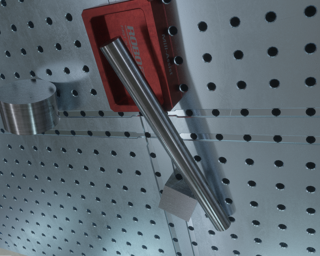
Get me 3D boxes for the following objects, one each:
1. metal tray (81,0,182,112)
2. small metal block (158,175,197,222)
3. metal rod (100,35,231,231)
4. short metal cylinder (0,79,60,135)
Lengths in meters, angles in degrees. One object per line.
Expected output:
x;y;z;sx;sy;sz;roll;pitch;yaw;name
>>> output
-0.032;-0.083;0.371;0.090;0.030;0.129;1;119;27;metal tray
0.030;0.104;0.459;0.050;0.025;0.050;23;127;13;small metal block
0.020;0.025;0.385;0.025;0.025;0.299;-14;121;33;metal rod
-0.191;-0.032;0.454;0.080;0.080;0.050;16;125;18;short metal cylinder
